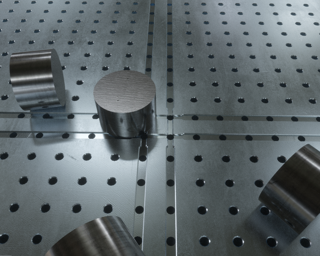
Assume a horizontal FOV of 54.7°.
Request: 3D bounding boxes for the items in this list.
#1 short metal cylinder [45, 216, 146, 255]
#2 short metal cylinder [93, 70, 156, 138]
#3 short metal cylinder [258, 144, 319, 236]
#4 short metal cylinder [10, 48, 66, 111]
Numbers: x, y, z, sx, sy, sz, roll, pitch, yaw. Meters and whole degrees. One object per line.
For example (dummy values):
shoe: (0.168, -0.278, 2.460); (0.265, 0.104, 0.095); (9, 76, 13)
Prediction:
short metal cylinder: (-0.054, 0.123, 0.268); (0.081, 0.080, 0.050); (-28, 56, -22)
short metal cylinder: (-0.045, -0.033, 0.419); (0.081, 0.050, 0.080); (0, 50, 0)
short metal cylinder: (0.149, 0.063, 0.320); (0.081, 0.080, 0.050); (-32, 57, -24)
short metal cylinder: (-0.165, -0.066, 0.426); (0.050, 0.080, 0.080); (-8, 51, -6)
